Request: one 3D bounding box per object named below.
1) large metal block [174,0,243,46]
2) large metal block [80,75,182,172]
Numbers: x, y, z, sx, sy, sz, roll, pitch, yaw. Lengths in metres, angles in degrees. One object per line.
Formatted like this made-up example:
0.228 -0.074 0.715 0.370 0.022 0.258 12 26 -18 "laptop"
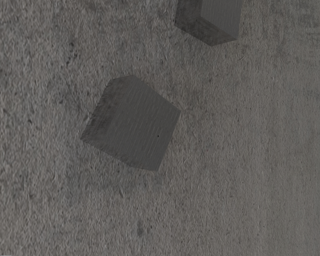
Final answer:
0.072 -0.175 0.449 0.081 0.050 0.080 16 80 -39 "large metal block"
-0.032 -0.004 0.362 0.080 0.050 0.080 35 69 -35 "large metal block"
